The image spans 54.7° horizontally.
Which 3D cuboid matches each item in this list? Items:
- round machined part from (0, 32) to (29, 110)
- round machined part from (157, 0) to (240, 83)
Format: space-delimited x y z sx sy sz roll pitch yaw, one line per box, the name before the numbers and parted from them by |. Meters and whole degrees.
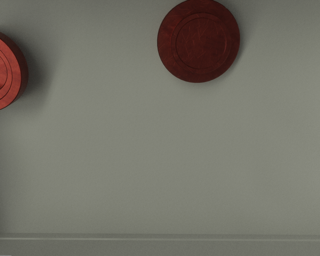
round machined part | -0.208 -0.071 0.373 0.099 0.042 0.097 0 110 -1
round machined part | 0.046 -0.101 0.366 0.099 0.042 0.097 0 110 -1
